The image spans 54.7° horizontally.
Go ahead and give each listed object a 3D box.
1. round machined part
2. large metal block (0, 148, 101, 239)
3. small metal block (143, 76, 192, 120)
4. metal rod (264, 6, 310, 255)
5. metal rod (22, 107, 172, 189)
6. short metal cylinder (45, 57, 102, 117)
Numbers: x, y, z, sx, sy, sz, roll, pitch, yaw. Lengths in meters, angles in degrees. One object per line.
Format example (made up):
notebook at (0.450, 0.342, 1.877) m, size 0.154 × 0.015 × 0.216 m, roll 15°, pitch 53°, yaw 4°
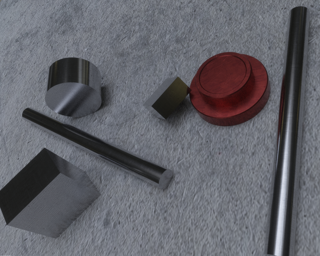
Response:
round machined part at (0.082, -0.055, 0.383) m, size 0.098 × 0.042 × 0.098 m, roll -13°, pitch 56°, yaw 20°
large metal block at (-0.137, 0.084, 0.387) m, size 0.080 × 0.080 × 0.050 m, roll -45°, pitch 51°, yaw -3°
small metal block at (0.008, -0.039, 0.407) m, size 0.050 × 0.025 × 0.050 m, roll -49°, pitch 15°, yaw -6°
metal rod at (0.143, -0.016, 0.338) m, size 0.025 × 0.025 × 0.300 m, roll 2°, pitch 62°, yaw 28°
metal rod at (-0.109, 0.018, 0.447) m, size 0.300 × 0.025 × 0.025 m, roll 20°, pitch 72°, yaw 35°
short metal cylinder at (-0.131, -0.061, 0.472) m, size 0.080 × 0.080 × 0.050 m, roll -20°, pitch 54°, yaw 16°
